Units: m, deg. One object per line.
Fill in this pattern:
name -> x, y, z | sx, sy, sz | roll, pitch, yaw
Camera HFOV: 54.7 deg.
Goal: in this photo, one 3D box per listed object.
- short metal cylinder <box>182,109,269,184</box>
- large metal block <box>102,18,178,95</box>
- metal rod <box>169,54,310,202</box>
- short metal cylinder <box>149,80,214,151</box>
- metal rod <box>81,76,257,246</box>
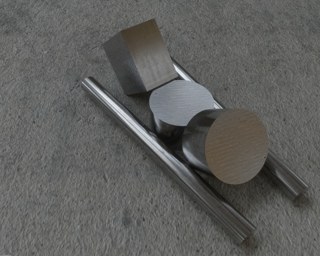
short metal cylinder -> 0.072, 0.018, 0.346 | 0.081, 0.080, 0.050 | -25, 12, -20
large metal block -> -0.029, -0.094, 0.428 | 0.050, 0.080, 0.080 | -29, 14, -23
metal rod -> 0.077, -0.024, 0.425 | 0.025, 0.025, 0.300 | -26, 55, -20
short metal cylinder -> 0.027, -0.017, 0.403 | 0.081, 0.050, 0.080 | 0, 50, 0
metal rod -> -0.008, 0.022, 0.385 | 0.025, 0.025, 0.300 | -33, 58, -25
